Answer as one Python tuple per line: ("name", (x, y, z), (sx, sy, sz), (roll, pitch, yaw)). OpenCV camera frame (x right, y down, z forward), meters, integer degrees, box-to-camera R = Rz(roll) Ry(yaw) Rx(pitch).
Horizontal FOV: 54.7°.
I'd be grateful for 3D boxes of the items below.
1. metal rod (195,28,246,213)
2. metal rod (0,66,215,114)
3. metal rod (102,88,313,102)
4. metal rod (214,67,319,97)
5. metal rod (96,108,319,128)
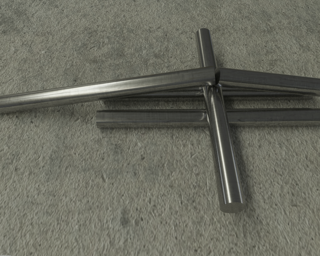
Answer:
("metal rod", (0.071, -0.036, 0.403), (0.025, 0.025, 0.300), (0, 50, -1))
("metal rod", (-0.080, -0.049, 0.412), (0.302, 0.025, 0.025), (-7, 50, 6))
("metal rod", (0.068, -0.052, 0.448), (0.302, 0.025, 0.025), (-1, 50, -1))
("metal rod", (0.221, -0.055, 0.421), (0.302, 0.025, 0.025), (4, 50, -10))
("metal rod", (0.068, -0.013, 0.416), (0.302, 0.025, 0.025), (-1, 50, -1))
